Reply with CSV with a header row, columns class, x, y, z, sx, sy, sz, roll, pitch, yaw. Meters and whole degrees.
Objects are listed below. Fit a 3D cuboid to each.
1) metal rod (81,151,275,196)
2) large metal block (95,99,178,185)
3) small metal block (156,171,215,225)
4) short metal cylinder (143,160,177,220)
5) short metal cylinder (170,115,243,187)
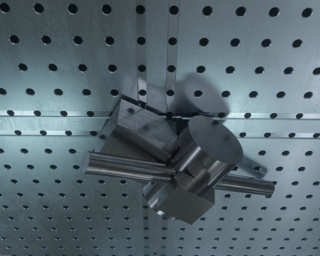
class,x,y,z,sx,sy,sz,roll,pitch,yaw
metal rod,0.045,0.066,0.412,0.302,0.025,0.025,13,131,-31
large metal block,-0.033,0.021,0.405,0.080,0.050,0.080,23,126,-19
small metal block,0.031,0.086,0.377,0.050,0.025,0.050,28,125,-12
short metal cylinder,0.023,0.082,0.441,0.080,0.080,0.050,24,126,-19
short metal cylinder,0.058,0.030,0.397,0.080,0.080,0.050,22,127,-18
